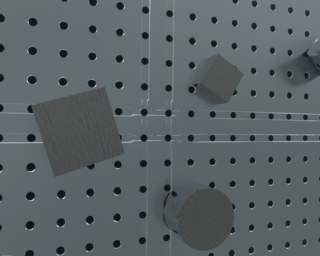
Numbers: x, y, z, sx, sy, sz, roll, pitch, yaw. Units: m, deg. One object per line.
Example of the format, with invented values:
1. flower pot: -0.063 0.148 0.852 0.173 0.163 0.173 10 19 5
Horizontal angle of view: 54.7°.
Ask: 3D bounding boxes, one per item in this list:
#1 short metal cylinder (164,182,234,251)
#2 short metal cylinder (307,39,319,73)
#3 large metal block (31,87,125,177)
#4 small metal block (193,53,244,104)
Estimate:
1. short metal cylinder: 0.052 0.116 0.419 0.081 0.050 0.079 0 90 -20
2. short metal cylinder: 0.285 -0.120 0.488 0.080 0.080 0.050 -44 104 -15
3. large metal block: -0.096 0.003 0.364 0.081 0.050 0.080 -18 96 -19
4. small metal block: 0.084 -0.069 0.443 0.050 0.025 0.050 34 79 -17
